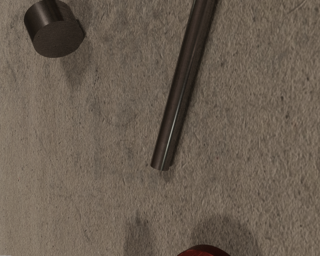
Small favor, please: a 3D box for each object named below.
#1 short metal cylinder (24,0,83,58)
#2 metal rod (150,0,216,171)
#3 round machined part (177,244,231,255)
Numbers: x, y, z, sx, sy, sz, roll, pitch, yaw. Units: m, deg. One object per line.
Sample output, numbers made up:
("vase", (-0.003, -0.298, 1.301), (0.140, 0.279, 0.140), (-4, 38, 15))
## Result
("short metal cylinder", (-0.175, -0.162, 0.510), (0.080, 0.081, 0.050), (-42, 65, 31))
("metal rod", (0.036, -0.090, 0.373), (0.025, 0.025, 0.298), (24, 105, 37))
("round machined part", (0.059, 0.179, 0.344), (0.098, 0.042, 0.097), (0, 90, 39))
